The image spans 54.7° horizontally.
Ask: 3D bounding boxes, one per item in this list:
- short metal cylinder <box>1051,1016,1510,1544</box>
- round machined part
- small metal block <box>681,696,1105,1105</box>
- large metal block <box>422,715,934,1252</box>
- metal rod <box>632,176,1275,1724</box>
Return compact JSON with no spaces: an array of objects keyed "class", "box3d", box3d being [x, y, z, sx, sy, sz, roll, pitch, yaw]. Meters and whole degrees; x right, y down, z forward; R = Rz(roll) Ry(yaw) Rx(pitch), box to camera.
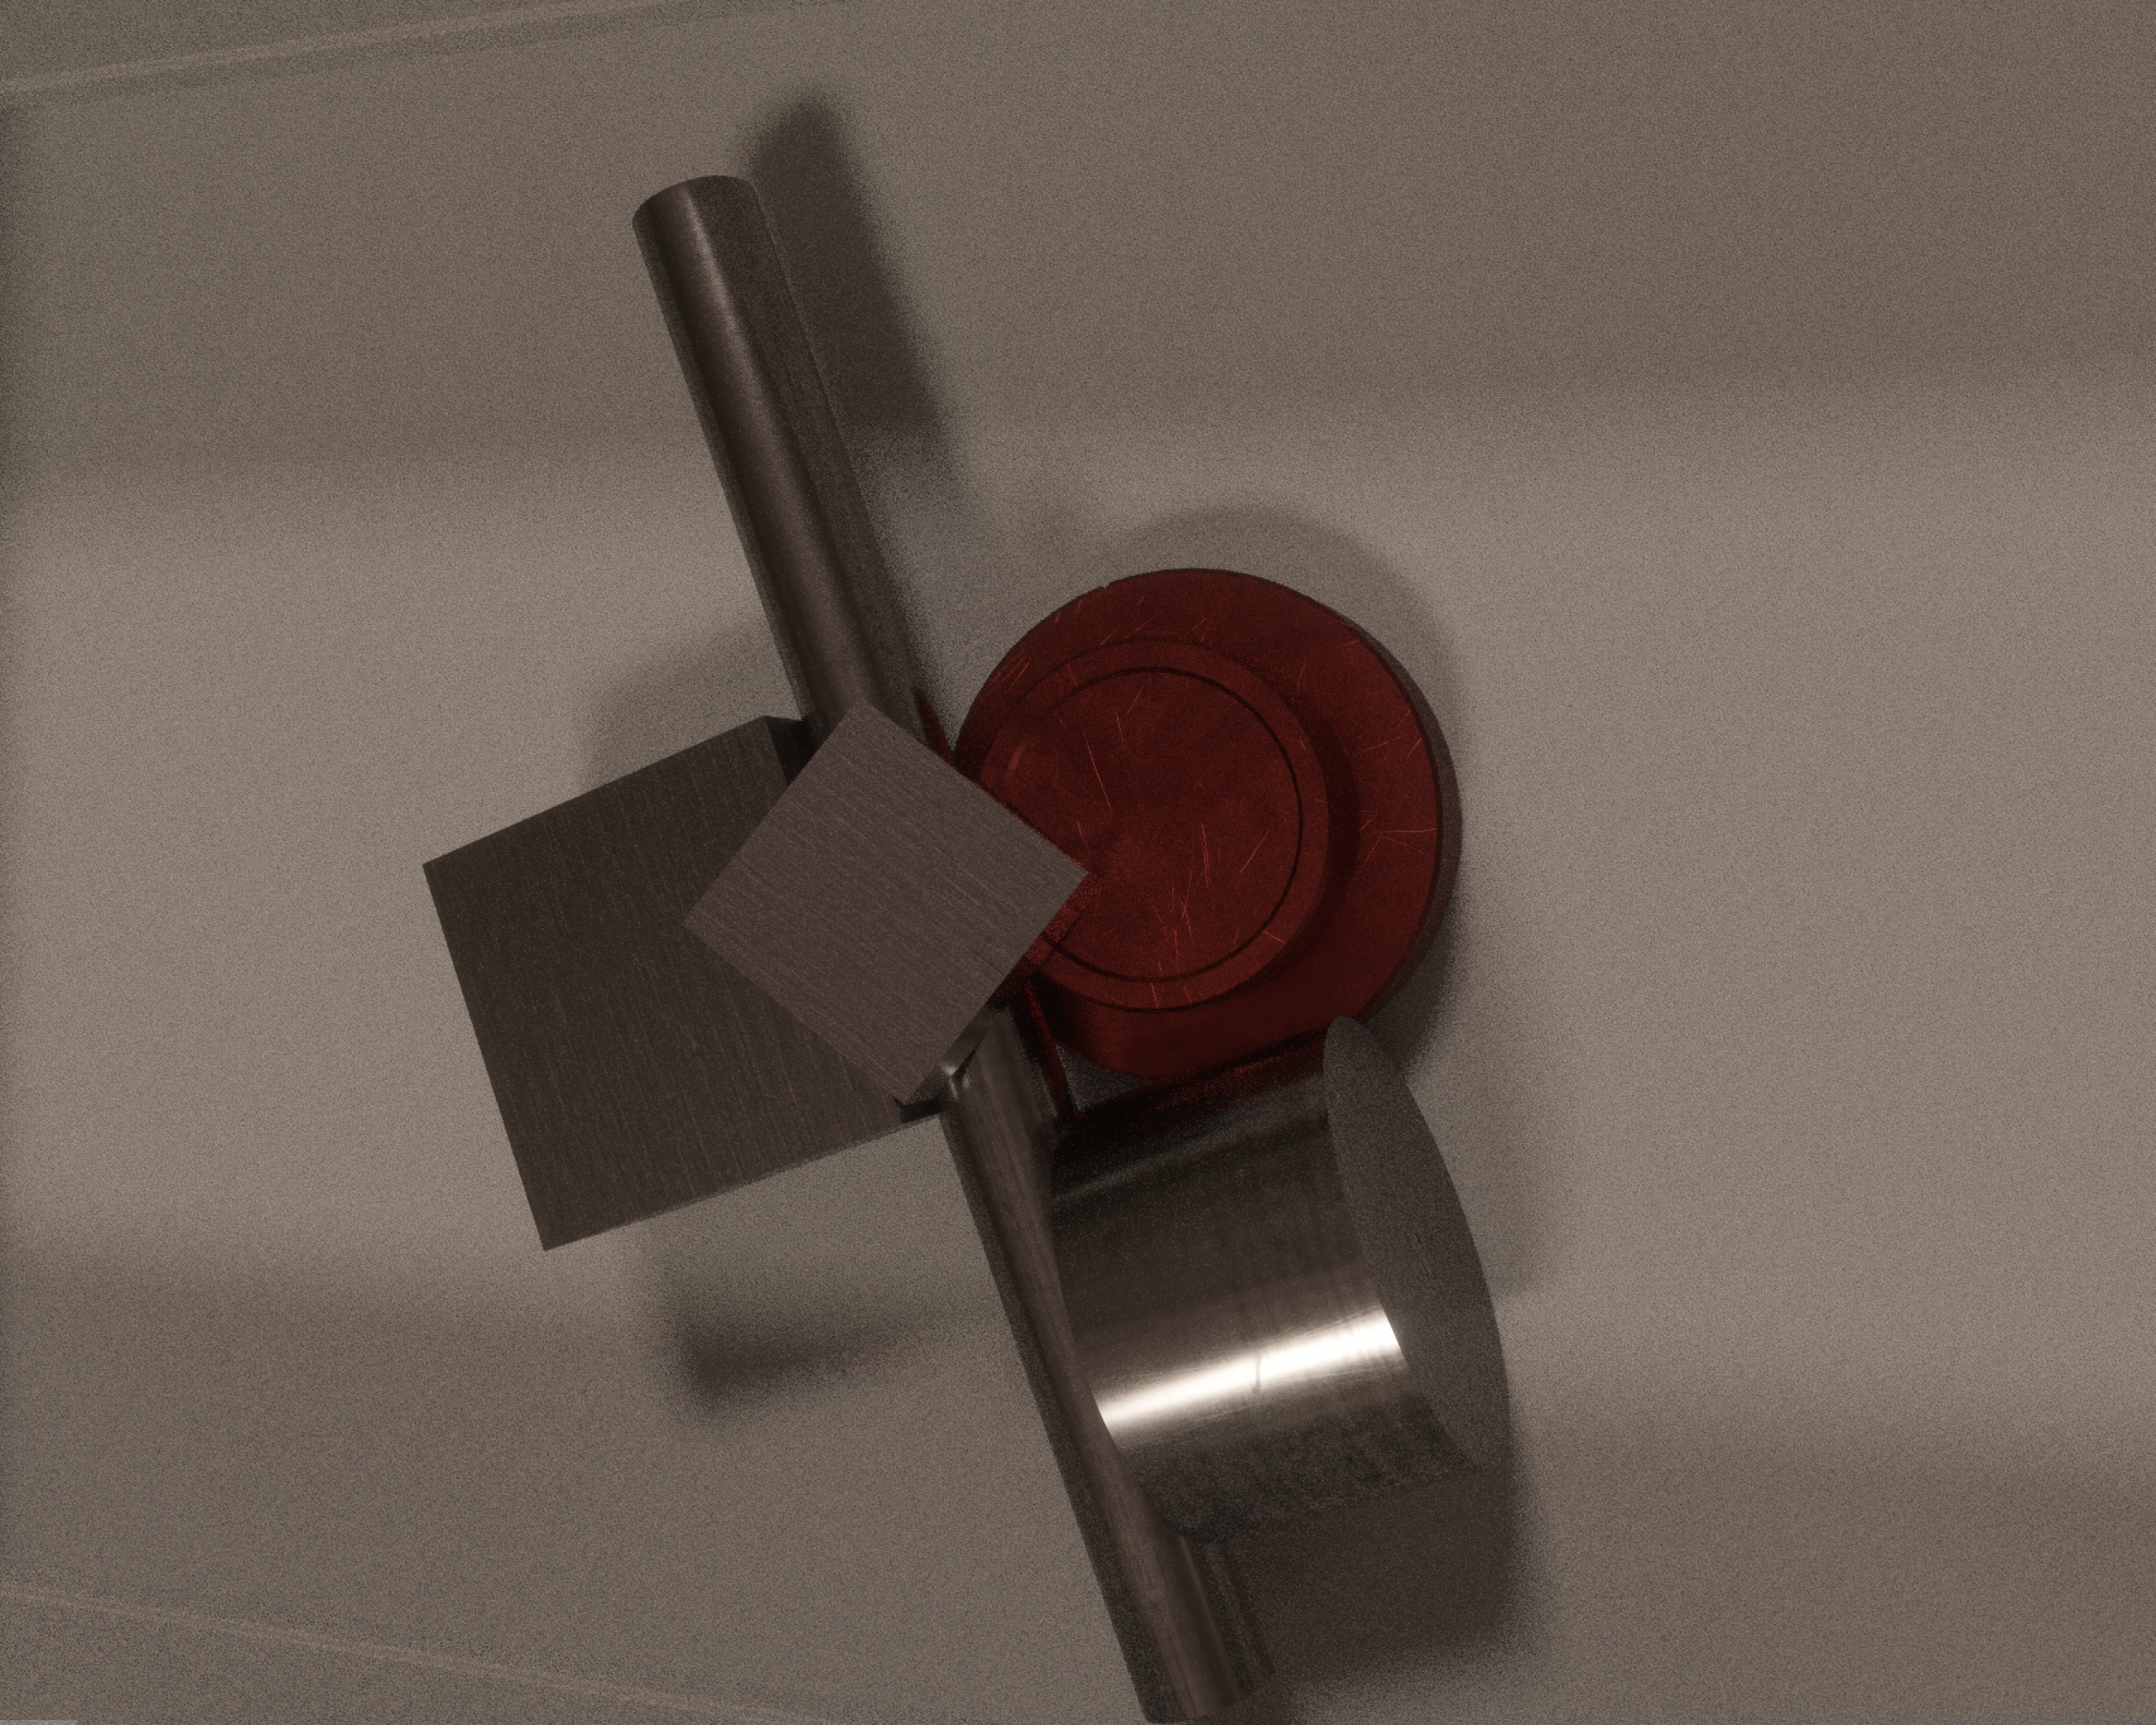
[{"class":"short metal cylinder","box3d":[0.037,0.073,0.366,0.050,0.080,0.080,-22,83,18]},{"class":"round machined part","box3d":[0.019,-0.007,0.392,0.098,0.042,0.097,0,90,19]},{"class":"small metal block","box3d":[-0.032,0.007,0.368,0.050,0.025,0.050,38,91,8]},{"class":"large metal block","box3d":[-0.072,0.024,0.417,0.080,0.050,0.080,-21,83,18]},{"class":"metal rod","box3d":[-0.026,0.011,0.395,0.025,0.025,0.299,-22,83,18]}]
